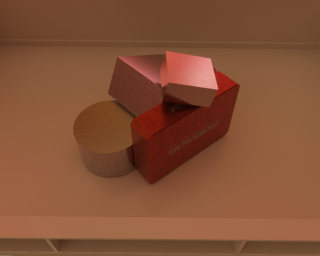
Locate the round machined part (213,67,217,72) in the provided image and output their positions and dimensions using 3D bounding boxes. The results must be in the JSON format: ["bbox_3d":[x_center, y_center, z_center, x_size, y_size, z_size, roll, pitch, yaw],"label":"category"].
[{"bbox_3d":[0.047,-0.060,0.443,0.099,0.042,0.098,0,50,0],"label":"round machined part"}]

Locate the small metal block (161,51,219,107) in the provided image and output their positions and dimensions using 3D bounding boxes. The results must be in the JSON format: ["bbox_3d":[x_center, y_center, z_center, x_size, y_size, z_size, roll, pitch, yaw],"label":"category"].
[{"bbox_3d":[0.029,-0.051,0.322,0.050,0.025,0.050,7,48,-12],"label":"small metal block"}]

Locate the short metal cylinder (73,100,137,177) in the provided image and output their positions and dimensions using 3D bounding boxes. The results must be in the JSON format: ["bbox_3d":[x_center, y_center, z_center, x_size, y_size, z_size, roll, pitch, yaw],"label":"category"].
[{"bbox_3d":[-0.059,0.012,0.375,0.081,0.050,0.080,0,50,0],"label":"short metal cylinder"}]

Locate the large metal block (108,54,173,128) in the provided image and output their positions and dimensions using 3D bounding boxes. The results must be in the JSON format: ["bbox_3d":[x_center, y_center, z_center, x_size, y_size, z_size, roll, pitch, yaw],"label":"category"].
[{"bbox_3d":[-0.003,-0.049,0.382,0.080,0.050,0.081,39,35,27],"label":"large metal block"}]

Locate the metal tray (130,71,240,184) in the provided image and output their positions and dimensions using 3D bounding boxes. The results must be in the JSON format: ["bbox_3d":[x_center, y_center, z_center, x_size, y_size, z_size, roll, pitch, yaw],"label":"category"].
[{"bbox_3d":[0.030,0.000,0.361,0.131,0.089,0.030,-31,56,-24],"label":"metal tray"}]
